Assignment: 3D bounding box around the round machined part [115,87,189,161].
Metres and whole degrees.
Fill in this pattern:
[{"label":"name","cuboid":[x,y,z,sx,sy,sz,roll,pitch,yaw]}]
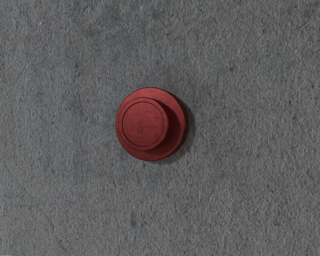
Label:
[{"label":"round machined part","cuboid":[-0.015,-0.005,0.405,0.098,0.042,0.097,0,90,19]}]
